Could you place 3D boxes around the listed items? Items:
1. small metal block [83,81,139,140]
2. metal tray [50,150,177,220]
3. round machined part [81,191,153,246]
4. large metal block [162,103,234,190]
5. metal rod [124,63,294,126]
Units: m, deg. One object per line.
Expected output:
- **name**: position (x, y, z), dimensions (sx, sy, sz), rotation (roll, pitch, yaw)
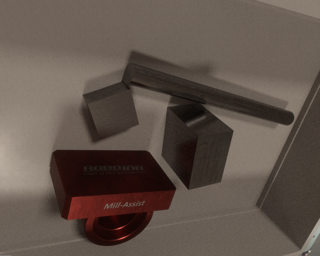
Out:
- **small metal block**: position (-0.057, -0.021, 0.366), dimensions (0.050, 0.025, 0.050), rotation (-22, 127, -16)
- **metal tray**: position (-0.057, 0.063, 0.375), dimensions (0.131, 0.090, 0.030), rotation (3, 117, -30)
- **round machined part**: position (-0.062, 0.115, 0.436), dimensions (0.099, 0.042, 0.097), rotation (-14, 125, -21)
- **large metal block**: position (0.046, 0.022, 0.413), dimensions (0.050, 0.080, 0.079), rotation (-8, 122, -25)
- **metal rod**: position (0.089, -0.039, 0.434), dimensions (0.302, 0.025, 0.025), rotation (10, 113, -33)
